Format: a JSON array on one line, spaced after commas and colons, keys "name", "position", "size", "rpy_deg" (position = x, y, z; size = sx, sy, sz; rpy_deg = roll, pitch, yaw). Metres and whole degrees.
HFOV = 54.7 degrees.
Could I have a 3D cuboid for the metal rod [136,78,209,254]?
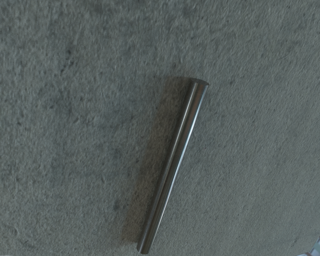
[{"name": "metal rod", "position": [0.012, 0.071, 0.459], "size": [0.025, 0.025, 0.298], "rpy_deg": [2, 117, -30]}]
